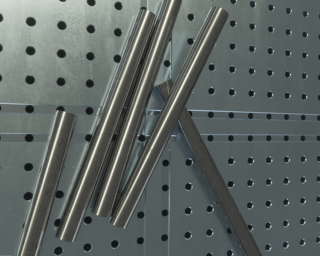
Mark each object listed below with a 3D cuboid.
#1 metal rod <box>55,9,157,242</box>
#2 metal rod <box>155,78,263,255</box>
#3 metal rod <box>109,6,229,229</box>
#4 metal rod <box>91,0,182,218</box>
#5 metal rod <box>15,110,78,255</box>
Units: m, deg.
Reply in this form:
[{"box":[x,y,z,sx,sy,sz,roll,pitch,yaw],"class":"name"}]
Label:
[{"box":[-0.065,-0.009,0.389,0.025,0.025,0.299,21,83,-19],"class":"metal rod"},{"box":[0.074,0.068,0.441,0.025,0.025,0.299,-32,101,-17],"class":"metal rod"},{"box":[0.011,-0.013,0.394,0.025,0.025,0.299,26,90,-19],"class":"metal rod"},{"box":[-0.028,-0.034,0.403,0.025,0.025,0.299,20,83,-19],"class":"metal rod"},{"box":[-0.147,0.126,0.358,0.025,0.025,0.299,16,85,-20],"class":"metal rod"}]
